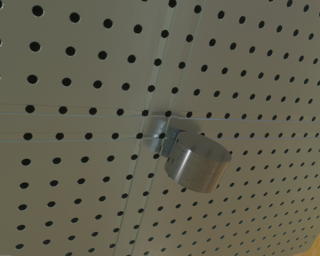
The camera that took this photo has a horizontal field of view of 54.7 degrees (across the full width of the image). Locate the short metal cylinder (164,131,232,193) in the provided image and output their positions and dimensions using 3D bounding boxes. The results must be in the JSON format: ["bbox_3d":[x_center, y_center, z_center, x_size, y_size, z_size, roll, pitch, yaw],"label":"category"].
[{"bbox_3d":[0.053,0.046,0.435,0.081,0.080,0.050,9,114,-33],"label":"short metal cylinder"}]
